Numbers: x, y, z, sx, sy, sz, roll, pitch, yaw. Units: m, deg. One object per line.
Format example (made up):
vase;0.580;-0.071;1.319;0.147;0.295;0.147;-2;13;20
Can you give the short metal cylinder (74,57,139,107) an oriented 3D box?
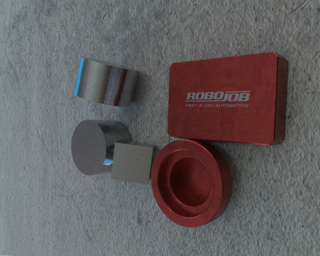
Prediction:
short metal cylinder;-0.074;-0.065;0.431;0.080;0.081;0.050;24;105;37

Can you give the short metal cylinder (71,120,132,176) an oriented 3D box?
short metal cylinder;-0.087;0.028;0.460;0.080;0.050;0.080;0;90;40

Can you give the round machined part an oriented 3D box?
round machined part;0.040;0.062;0.361;0.098;0.042;0.097;0;90;40

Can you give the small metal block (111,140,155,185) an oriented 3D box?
small metal block;-0.036;0.045;0.419;0.050;0.025;0.050;8;96;4

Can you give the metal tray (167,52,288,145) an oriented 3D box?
metal tray;0.069;-0.031;0.345;0.130;0.030;0.089;3;92;40
